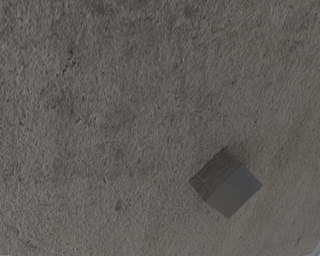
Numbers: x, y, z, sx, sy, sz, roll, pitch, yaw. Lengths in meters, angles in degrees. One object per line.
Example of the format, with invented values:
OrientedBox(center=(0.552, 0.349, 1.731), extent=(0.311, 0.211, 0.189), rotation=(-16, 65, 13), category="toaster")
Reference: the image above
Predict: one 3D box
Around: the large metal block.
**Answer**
OrientedBox(center=(0.108, 0.090, 0.505), extent=(0.080, 0.050, 0.080), rotation=(-45, 129, 3), category="large metal block")
